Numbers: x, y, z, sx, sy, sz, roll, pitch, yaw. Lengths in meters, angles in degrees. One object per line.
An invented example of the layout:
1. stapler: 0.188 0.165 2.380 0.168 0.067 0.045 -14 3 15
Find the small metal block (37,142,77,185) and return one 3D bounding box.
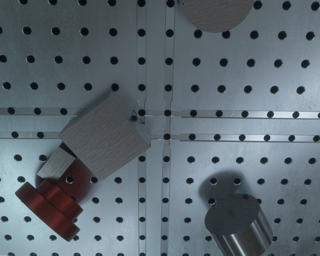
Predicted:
1. small metal block: -0.131 0.040 0.413 0.025 0.050 0.050 38 105 -13

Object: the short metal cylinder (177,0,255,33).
1. short metal cylinder: 0.060 -0.149 0.346 0.081 0.050 0.079 0 110 -1

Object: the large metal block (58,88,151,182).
1. large metal block: -0.068 0.008 0.402 0.080 0.050 0.080 -35 107 12

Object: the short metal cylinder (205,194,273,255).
1. short metal cylinder: 0.110 0.139 0.437 0.080 0.080 0.050 -26 108 9

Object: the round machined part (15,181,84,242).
1. round machined part: -0.144 0.106 0.422 0.098 0.098 0.042 49 67 -16
